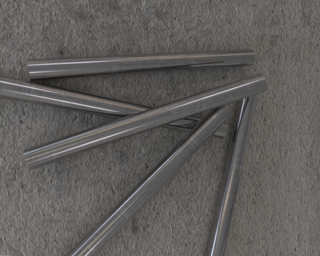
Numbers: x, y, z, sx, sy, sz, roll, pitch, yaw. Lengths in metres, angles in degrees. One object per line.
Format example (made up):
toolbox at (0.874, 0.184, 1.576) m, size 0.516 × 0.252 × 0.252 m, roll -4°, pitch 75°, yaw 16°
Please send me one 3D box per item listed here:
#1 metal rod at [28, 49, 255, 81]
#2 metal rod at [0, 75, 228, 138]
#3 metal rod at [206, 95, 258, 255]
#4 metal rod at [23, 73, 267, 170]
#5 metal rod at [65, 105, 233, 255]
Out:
metal rod at (-0.008, -0.085, 0.405) m, size 0.302 × 0.025 × 0.025 m, roll -8°, pitch 93°, yaw -20°
metal rod at (-0.050, -0.023, 0.390) m, size 0.302 × 0.025 × 0.025 m, roll 10°, pitch 87°, yaw -20°
metal rod at (0.102, 0.075, 0.446) m, size 0.025 × 0.025 × 0.299 m, roll 15°, pitch 85°, yaw -20°
metal rod at (-0.009, -0.011, 0.377) m, size 0.302 × 0.025 × 0.025 m, roll -19°, pitch 97°, yaw -9°
metal rod at (-0.020, 0.079, 0.386) m, size 0.301 × 0.025 × 0.025 m, roll -44°, pitch 104°, yaw -9°
